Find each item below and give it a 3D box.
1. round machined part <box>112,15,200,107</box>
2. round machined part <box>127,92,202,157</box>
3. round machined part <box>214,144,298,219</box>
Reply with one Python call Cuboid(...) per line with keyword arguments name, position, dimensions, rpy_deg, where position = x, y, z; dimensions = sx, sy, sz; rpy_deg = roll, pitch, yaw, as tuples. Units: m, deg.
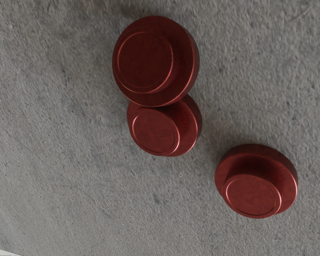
Cuboid(name="round machined part", position=(-0.010, -0.071, 0.334), dimensions=(0.098, 0.042, 0.097), rpy_deg=(3, 97, 23))
Cuboid(name="round machined part", position=(0.000, -0.003, 0.392), dimensions=(0.098, 0.042, 0.097), rpy_deg=(13, 124, 20))
Cuboid(name="round machined part", position=(0.115, 0.072, 0.379), dimensions=(0.098, 0.042, 0.097), rpy_deg=(13, 124, 20))
